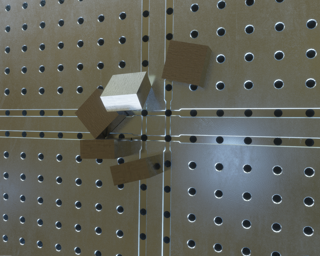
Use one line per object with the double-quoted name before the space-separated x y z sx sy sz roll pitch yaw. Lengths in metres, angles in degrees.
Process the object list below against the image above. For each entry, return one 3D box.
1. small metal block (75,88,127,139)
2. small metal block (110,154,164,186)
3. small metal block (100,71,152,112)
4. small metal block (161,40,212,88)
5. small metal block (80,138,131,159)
"small metal block" -0.084 -0.020 0.440 0.050 0.025 0.050 -44 76 15
"small metal block" -0.030 0.055 0.409 0.050 0.050 0.025 -15 85 19
"small metal block" -0.044 -0.049 0.412 0.050 0.050 0.025 -2 132 19
"small metal block" 0.035 -0.082 0.400 0.050 0.025 0.050 15 95 19
"small metal block" -0.073 0.027 0.424 0.050 0.050 0.025 -1 90 19
